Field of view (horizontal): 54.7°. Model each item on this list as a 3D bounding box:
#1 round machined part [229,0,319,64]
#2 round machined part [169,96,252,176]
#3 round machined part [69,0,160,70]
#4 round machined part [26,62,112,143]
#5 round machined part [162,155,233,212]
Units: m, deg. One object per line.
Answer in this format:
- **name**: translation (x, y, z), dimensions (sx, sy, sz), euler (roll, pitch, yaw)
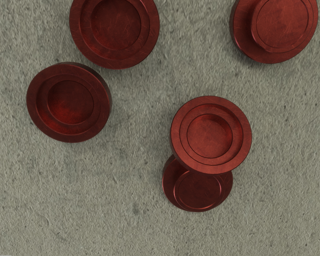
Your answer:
- **round machined part**: translation (0.133, -0.123, 0.356), dimensions (0.099, 0.042, 0.097), euler (0, 110, 0)
- **round machined part**: translation (0.061, 0.012, 0.389), dimensions (0.099, 0.042, 0.098), euler (1, 75, -3)
- **round machined part**: translation (-0.049, -0.119, 0.356), dimensions (0.099, 0.042, 0.097), euler (0, 110, 0)
- **round machined part**: translation (-0.109, -0.034, 0.387), dimensions (0.099, 0.042, 0.097), euler (0, 110, 0)
- **round machined part**: translation (0.052, 0.077, 0.429), dimensions (0.099, 0.042, 0.097), euler (0, 110, 0)
